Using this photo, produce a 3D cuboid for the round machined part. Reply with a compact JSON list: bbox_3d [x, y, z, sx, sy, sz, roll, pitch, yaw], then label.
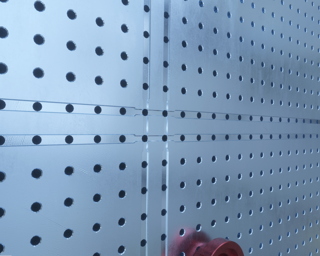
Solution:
[{"bbox_3d":[0.083,0.216,0.471,0.099,0.042,0.097,0,90,-40],"label":"round machined part"}]
